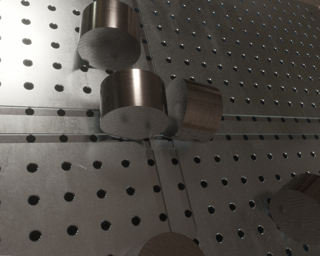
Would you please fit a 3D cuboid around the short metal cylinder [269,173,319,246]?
[{"bbox_3d":[0.197,0.108,0.416,0.050,0.080,0.080,-24,75,-37],"label":"short metal cylinder"}]

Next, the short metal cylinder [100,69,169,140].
[{"bbox_3d":[-0.031,-0.026,0.373,0.081,0.080,0.050,8,58,-24],"label":"short metal cylinder"}]

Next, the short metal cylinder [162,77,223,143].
[{"bbox_3d":[0.039,-0.022,0.409,0.050,0.080,0.080,10,57,-23],"label":"short metal cylinder"}]

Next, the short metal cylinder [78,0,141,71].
[{"bbox_3d":[-0.066,-0.121,0.412,0.081,0.080,0.050,11,57,-23],"label":"short metal cylinder"}]

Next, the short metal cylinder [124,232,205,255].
[{"bbox_3d":[0.003,0.149,0.304,0.081,0.050,0.080,14,56,-21],"label":"short metal cylinder"}]
